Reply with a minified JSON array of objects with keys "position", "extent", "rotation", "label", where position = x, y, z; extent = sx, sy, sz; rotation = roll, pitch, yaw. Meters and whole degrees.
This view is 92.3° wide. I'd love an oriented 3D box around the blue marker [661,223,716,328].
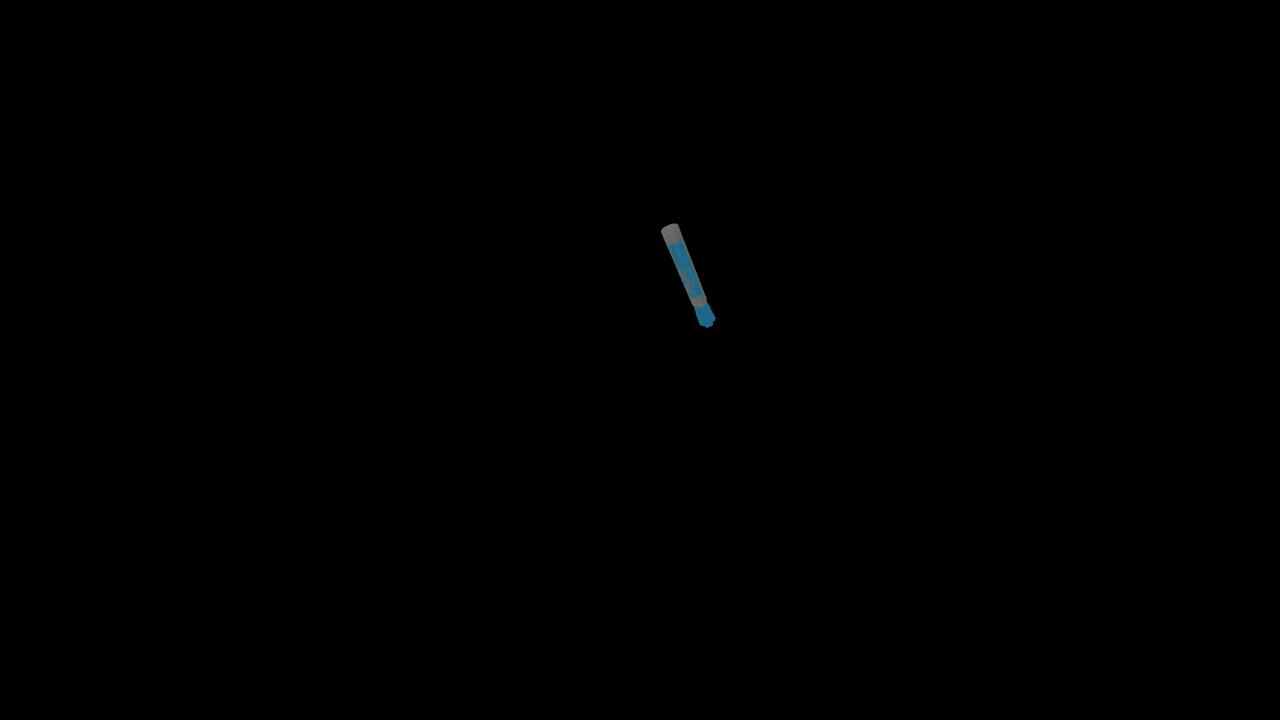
[{"position":[0.053,-0.086,0.647],"extent":[0.020,0.121,0.020],"rotation":[-20,28,11],"label":"blue marker"}]
